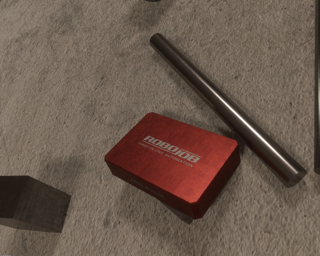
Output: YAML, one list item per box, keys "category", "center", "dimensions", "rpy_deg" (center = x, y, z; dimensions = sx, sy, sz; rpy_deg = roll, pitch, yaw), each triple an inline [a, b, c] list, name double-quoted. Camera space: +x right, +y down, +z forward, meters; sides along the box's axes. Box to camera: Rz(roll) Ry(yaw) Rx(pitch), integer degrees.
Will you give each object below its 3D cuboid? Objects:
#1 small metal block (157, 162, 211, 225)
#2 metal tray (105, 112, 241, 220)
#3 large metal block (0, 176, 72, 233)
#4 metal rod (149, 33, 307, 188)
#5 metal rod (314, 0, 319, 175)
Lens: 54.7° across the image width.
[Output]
- category: "small metal block"
  center: [0.026, 0.070, 0.346]
  dimensions: [0.050, 0.025, 0.050]
  rpy_deg: [33, 80, 38]
- category: "metal tray"
  center: [0.013, 0.035, 0.354]
  dimensions: [0.130, 0.030, 0.090]
  rpy_deg: [20, 54, 35]
- category: "large metal block"
  center: [-0.178, 0.099, 0.399]
  dimensions: [0.080, 0.080, 0.050]
  rpy_deg: [-5, 60, 25]
- category: "metal rod"
  center: [0.064, -0.044, 0.396]
  dimensions: [0.025, 0.025, 0.300]
  rpy_deg: [-38, 51, 2]
- category: "metal rod"
  center: [0.193, -0.090, 0.357]
  dimensions: [0.025, 0.025, 0.300]
  rpy_deg: [0, 61, 28]
